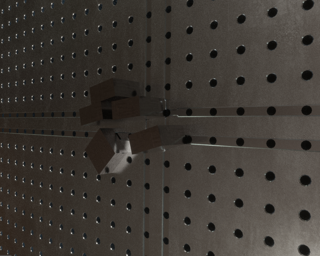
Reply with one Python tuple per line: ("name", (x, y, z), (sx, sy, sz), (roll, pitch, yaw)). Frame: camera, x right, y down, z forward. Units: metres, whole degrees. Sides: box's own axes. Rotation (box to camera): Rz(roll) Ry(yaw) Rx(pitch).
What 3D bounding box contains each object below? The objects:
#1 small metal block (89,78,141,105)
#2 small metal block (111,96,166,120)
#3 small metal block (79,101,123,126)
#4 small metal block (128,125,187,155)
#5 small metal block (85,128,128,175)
("small metal block", (-0.064, -0.050, 0.443), (0.050, 0.050, 0.025), (-14, 81, 39))
("small metal block", (-0.028, -0.025, 0.414), (0.050, 0.050, 0.025), (-7, 86, 39))
("small metal block", (-0.082, -0.020, 0.459), (0.050, 0.050, 0.025), (-13, 82, 39))
("small metal block", (-0.003, 0.015, 0.394), (0.050, 0.050, 0.025), (-19, 78, 38))
("small metal block", (-0.083, 0.035, 0.476), (0.050, 0.025, 0.050), (-51, 61, 27))
